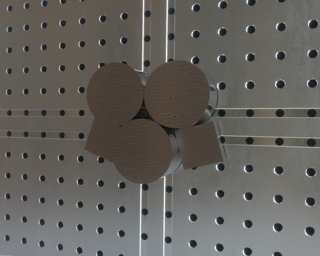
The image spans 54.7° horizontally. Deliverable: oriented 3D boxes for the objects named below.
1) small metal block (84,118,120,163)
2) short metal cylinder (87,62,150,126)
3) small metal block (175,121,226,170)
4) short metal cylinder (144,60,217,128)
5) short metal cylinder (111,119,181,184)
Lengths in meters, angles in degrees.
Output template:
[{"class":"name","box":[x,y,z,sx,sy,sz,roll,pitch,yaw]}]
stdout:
[{"class":"small metal block","box":[-0.072,0.015,0.434,0.050,0.025,0.050,22,97,18]},{"class":"short metal cylinder","box":[-0.049,-0.043,0.413,0.080,0.050,0.079,0,90,20]},{"class":"small metal block","box":[0.051,0.022,0.391,0.050,0.025,0.050,-15,85,19]},{"class":"short metal cylinder","box":[0.027,-0.040,0.386,0.080,0.050,0.079,0,90,20]},{"class":"short metal cylinder","box":[-0.015,0.028,0.401,0.080,0.050,0.079,0,90,20]}]
